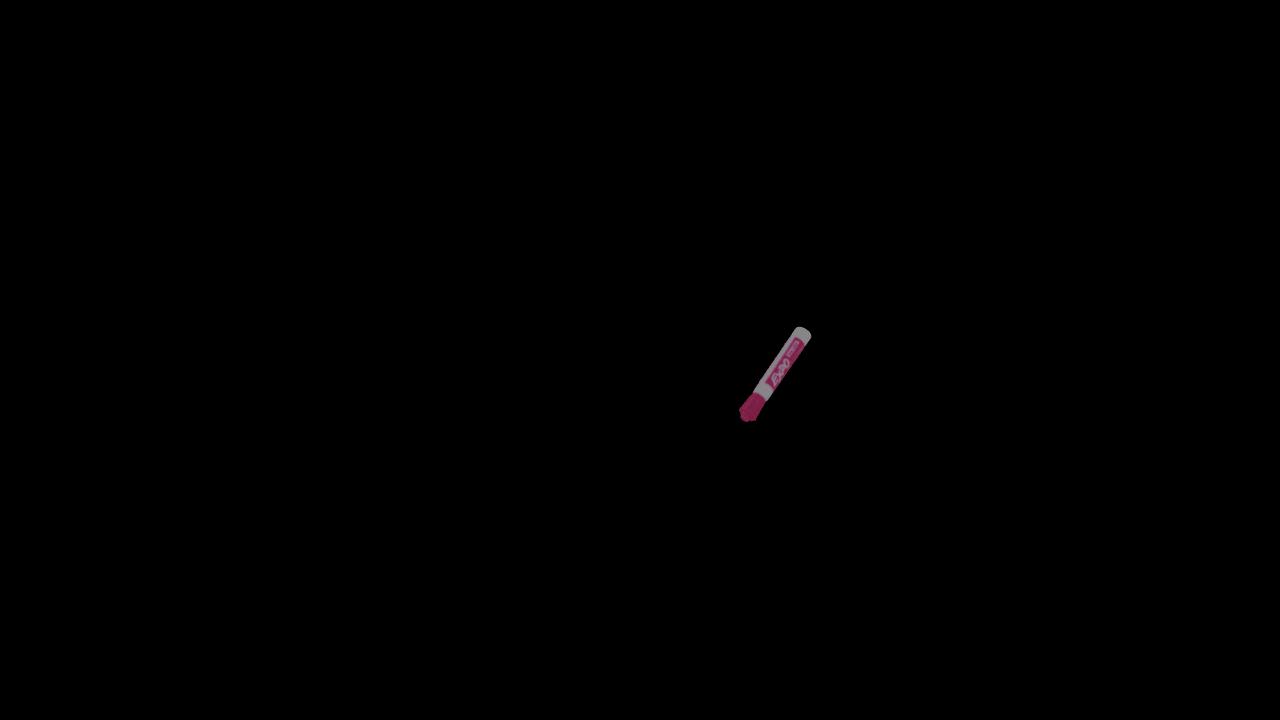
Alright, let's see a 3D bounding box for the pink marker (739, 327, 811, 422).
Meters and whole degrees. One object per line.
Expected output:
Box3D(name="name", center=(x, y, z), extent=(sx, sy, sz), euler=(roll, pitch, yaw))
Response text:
Box3D(name="pink marker", center=(0.136, 0.014, 0.619), extent=(0.020, 0.121, 0.020), euler=(32, -24, 16))
